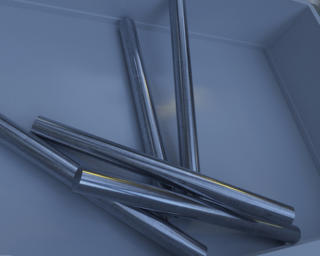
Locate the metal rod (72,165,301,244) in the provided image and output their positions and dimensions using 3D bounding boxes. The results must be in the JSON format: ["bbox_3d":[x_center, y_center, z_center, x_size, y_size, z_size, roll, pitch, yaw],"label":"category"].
[{"bbox_3d":[0.051,0.094,0.348,0.302,0.025,0.025,21,54,-26],"label":"metal rod"}]

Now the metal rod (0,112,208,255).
[{"bbox_3d":[-0.081,0.054,0.322,0.301,0.025,0.025,34,51,-4],"label":"metal rod"}]

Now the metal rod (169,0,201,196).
[{"bbox_3d":[0.032,-0.047,0.412,0.025,0.025,0.299,5,72,-26],"label":"metal rod"}]

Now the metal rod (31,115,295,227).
[{"bbox_3d":[0.007,0.050,0.346,0.302,0.025,0.025,20,53,-4],"label":"metal rod"}]

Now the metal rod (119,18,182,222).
[{"bbox_3d":[-0.019,-0.027,0.411,0.025,0.025,0.299,1,61,-28],"label":"metal rod"}]
